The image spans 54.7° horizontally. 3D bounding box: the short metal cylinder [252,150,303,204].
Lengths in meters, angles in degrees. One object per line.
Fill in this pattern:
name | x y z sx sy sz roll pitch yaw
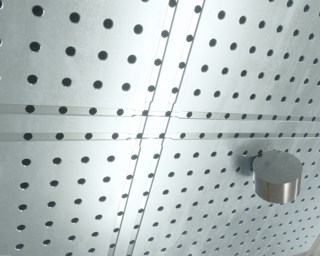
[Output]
short metal cylinder | 0.205 0.085 0.543 0.081 0.080 0.050 -24 128 -14
